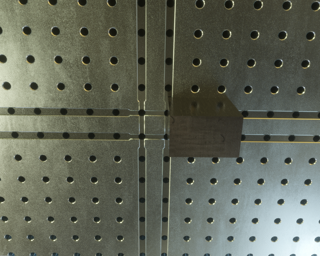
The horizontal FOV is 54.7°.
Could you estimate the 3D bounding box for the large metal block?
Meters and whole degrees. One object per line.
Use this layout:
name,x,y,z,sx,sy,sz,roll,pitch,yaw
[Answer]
large metal block,0.051,-0.004,0.384,0.081,0.080,0.050,1,110,-1
